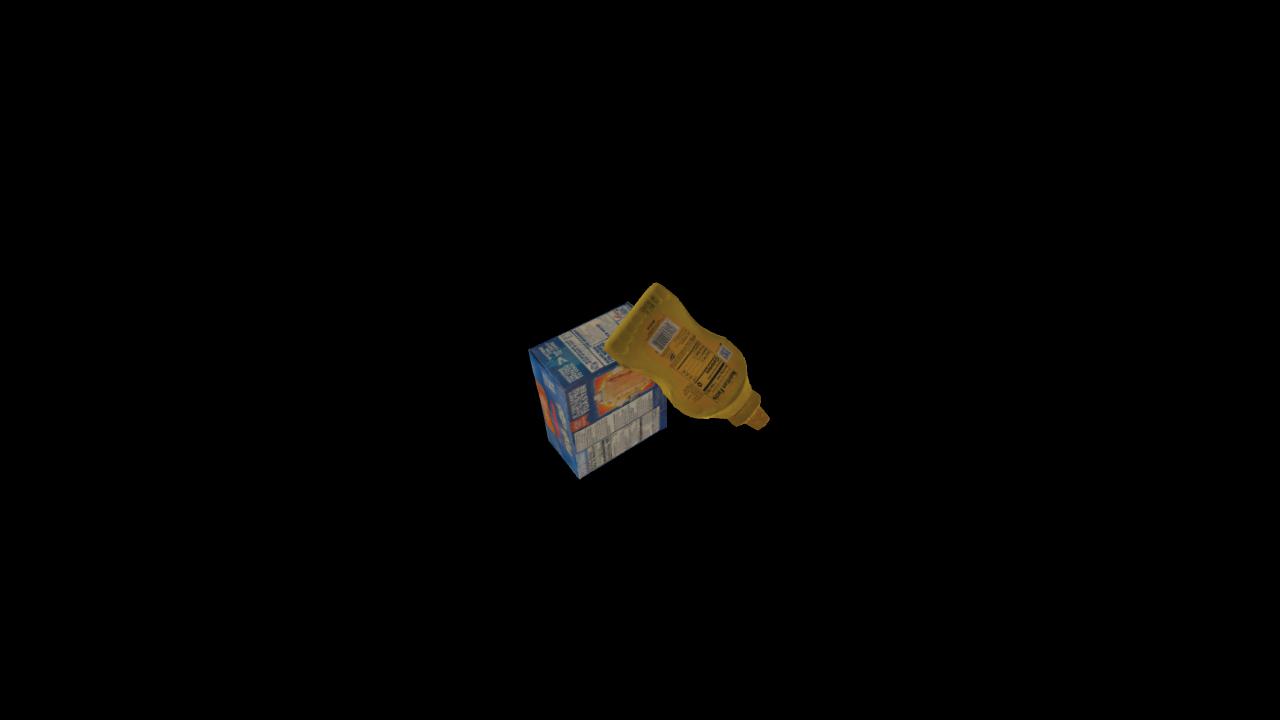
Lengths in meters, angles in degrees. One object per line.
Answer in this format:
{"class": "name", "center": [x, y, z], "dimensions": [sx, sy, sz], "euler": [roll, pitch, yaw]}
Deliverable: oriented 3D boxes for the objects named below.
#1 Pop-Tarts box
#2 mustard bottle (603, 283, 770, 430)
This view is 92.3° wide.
{"class": "Pop-Tarts box", "center": [-0.045, 0.038, 0.752], "dimensions": [0.141, 0.167, 0.083], "euler": [-29, 50, -24]}
{"class": "mustard bottle", "center": [0.059, 0.011, 0.632], "dimensions": [0.184, 0.092, 0.054], "euler": [38, -17, -5]}
